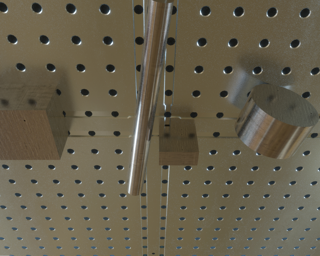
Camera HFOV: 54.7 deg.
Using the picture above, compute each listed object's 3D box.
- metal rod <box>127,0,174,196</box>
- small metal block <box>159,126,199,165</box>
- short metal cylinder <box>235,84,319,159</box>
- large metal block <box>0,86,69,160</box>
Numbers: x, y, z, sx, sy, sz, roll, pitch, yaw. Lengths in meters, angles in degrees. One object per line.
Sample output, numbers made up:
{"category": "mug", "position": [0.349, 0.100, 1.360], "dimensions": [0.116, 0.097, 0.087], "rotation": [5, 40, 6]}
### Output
{"category": "metal rod", "position": [-0.019, -0.014, 0.399], "dimensions": [0.025, 0.025, 0.298], "rotation": [6, 130, -6]}
{"category": "small metal block", "position": [0.024, 0.023, 0.416], "dimensions": [0.050, 0.050, 0.025], "rotation": [0, 130, -1]}
{"category": "short metal cylinder", "position": [0.137, -0.009, 0.370], "dimensions": [0.081, 0.080, 0.050], "rotation": [10, 129, -9]}
{"category": "large metal block", "position": [-0.168, -0.006, 0.388], "dimensions": [0.081, 0.050, 0.079], "rotation": [0, 130, -1]}
